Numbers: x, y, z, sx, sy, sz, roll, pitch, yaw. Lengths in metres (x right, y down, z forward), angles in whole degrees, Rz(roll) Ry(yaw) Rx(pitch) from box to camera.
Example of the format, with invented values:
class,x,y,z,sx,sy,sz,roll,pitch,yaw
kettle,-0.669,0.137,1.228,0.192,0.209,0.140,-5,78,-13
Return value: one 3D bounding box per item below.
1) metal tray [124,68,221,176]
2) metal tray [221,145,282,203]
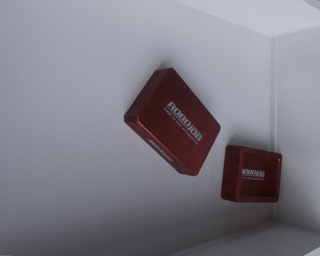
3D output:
class,x,y,z,sx,sy,sz,roll,pitch,yaw
metal tray,0.023,-0.006,0.422,0.130,0.030,0.090,45,63,-31
metal tray,0.163,0.082,0.539,0.131,0.030,0.090,12,83,-39
